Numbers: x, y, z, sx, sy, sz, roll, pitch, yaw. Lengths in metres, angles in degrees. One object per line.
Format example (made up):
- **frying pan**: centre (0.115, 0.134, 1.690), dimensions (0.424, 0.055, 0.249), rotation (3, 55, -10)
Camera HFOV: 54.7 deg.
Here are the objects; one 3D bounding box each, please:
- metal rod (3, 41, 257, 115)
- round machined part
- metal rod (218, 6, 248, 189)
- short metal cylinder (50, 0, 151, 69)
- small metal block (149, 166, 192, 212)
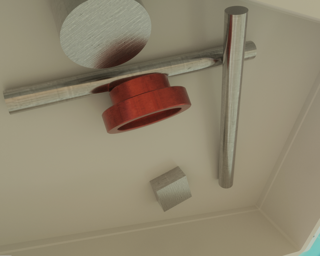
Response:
- **metal rod**: centre (-0.016, -0.064, 0.361), dimensions (0.302, 0.025, 0.025), rotation (-16, 125, -20)
- **round machined part**: centre (-0.018, -0.029, 0.348), dimensions (0.099, 0.098, 0.042), rotation (-17, 84, -19)
- **metal rod**: centre (0.098, -0.016, 0.432), dimensions (0.025, 0.025, 0.298), rotation (-22, 134, -15)
- **short metal cylinder**: centre (-0.054, -0.100, 0.282), dimensions (0.081, 0.050, 0.080), rotation (-17, 151, -10)
- **small metal block**: centre (0.017, 0.094, 0.479), dimensions (0.050, 0.025, 0.050), rotation (-26, 128, -12)
